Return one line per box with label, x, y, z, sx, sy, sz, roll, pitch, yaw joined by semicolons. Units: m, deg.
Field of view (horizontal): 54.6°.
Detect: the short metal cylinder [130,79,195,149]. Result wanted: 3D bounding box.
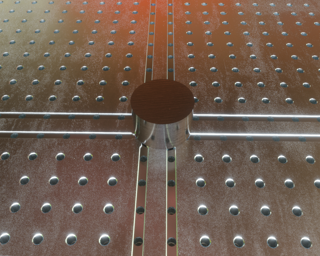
short metal cylinder;0.003;-0.019;0.407;0.080;0.050;0.080;0;50;0
